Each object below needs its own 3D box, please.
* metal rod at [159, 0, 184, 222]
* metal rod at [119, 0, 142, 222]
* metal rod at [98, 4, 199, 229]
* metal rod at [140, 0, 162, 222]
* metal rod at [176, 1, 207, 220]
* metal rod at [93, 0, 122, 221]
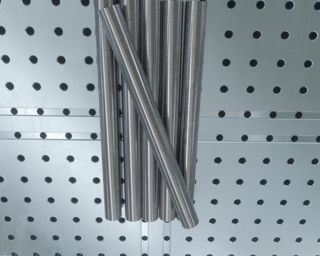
[{"bbox_3d":[0.013,-0.008,0.411,0.025,0.025,0.298,1,110,0],"label":"metal rod"},{"bbox_3d":[-0.037,-0.008,0.409,0.025,0.025,0.298,1,110,0],"label":"metal rod"},{"bbox_3d":[-0.007,0.001,0.387,0.025,0.025,0.299,-18,109,6],"label":"metal rod"},{"bbox_3d":[-0.013,-0.008,0.409,0.025,0.025,0.298,1,110,0],"label":"metal rod"},{"bbox_3d":[0.039,-0.007,0.411,0.025,0.025,0.298,1,110,-1],"label":"metal rod"},{"bbox_3d":[-0.067,-0.010,0.408,0.025,0.025,0.298,1,110,0],"label":"metal rod"}]
